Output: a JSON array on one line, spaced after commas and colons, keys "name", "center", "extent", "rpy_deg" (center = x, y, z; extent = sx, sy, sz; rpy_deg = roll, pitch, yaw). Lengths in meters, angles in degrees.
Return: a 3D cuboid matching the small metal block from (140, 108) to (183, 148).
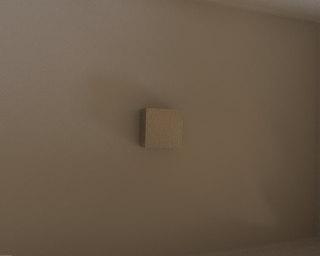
[{"name": "small metal block", "center": [0.002, 0.000, 0.407], "extent": [0.050, 0.025, 0.050], "rpy_deg": [2, 90, -20]}]
